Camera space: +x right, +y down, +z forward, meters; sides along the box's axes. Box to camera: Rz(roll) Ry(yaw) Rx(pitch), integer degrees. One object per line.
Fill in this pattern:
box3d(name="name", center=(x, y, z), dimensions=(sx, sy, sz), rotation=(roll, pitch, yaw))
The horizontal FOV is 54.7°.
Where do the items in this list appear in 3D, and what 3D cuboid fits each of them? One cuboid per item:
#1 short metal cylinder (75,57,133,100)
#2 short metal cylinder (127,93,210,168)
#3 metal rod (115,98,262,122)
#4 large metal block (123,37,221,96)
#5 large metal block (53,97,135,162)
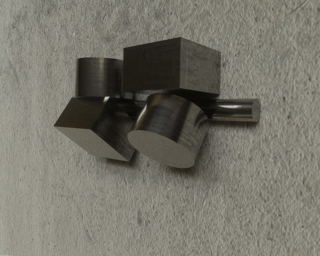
box3d(name="short metal cylinder", center=(-0.077, -0.067, 0.434), dimensions=(0.080, 0.081, 0.050), rotation=(5, 93, 40))
box3d(name="short metal cylinder", center=(0.010, 0.004, 0.354), dimensions=(0.080, 0.080, 0.050), rotation=(2, 57, 40))
box3d(name="metal rod", center=(-0.014, -0.025, 0.420), dimensions=(0.300, 0.025, 0.025), rotation=(3, 92, 39))
box3d(name="large metal block", center=(0.015, -0.065, 0.358), dimensions=(0.080, 0.081, 0.050), rotation=(2, 92, 40))
box3d(name="large metal block", center=(-0.084, 0.001, 0.432), dimensions=(0.080, 0.080, 0.050), rotation=(4, 58, 39))
